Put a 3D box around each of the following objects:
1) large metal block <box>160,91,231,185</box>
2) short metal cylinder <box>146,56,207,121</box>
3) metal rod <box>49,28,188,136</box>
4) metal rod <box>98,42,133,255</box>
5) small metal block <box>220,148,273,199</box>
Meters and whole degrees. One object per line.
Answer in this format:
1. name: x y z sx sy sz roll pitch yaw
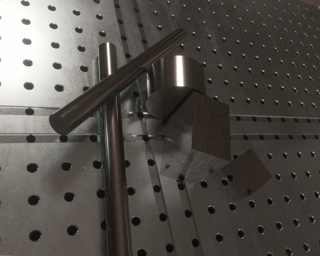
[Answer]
1. large metal block: 0.043 0.015 0.389 0.050 0.080 0.080 19 54 -18
2. short metal cylinder: 0.022 -0.051 0.417 0.081 0.080 0.050 13 56 -21
3. metal rod: -0.032 -0.080 0.415 0.025 0.025 0.301 41 43 0
4. metal rod: -0.056 0.019 0.367 0.025 0.025 0.299 6 59 -26
5. small metal block: 0.122 0.063 0.438 0.050 0.025 0.050 -26 76 -37
